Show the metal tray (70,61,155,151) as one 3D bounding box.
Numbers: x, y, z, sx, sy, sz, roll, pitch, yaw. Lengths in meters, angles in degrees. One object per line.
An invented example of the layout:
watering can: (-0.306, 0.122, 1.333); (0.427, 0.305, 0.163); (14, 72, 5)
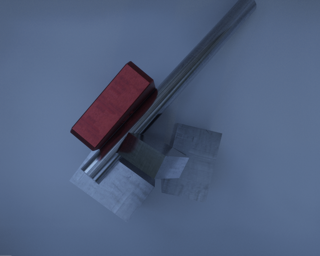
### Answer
metal tray: (-0.045, -0.022, 0.357); (0.030, 0.130, 0.090); (40, 91, 0)

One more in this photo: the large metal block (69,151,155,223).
large metal block: (-0.053, 0.062, 0.383); (0.080, 0.080, 0.050); (36, 90, -1)

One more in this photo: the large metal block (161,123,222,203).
large metal block: (0.035, 0.039, 0.384); (0.050, 0.080, 0.080); (14, 90, 0)

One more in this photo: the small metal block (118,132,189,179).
small metal block: (-0.006, 0.029, 0.323); (0.050, 0.050, 0.025); (30, 99, 31)

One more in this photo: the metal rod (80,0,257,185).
metal rod: (0.022, -0.057, 0.365); (0.025, 0.025, 0.301); (42, 72, 0)
